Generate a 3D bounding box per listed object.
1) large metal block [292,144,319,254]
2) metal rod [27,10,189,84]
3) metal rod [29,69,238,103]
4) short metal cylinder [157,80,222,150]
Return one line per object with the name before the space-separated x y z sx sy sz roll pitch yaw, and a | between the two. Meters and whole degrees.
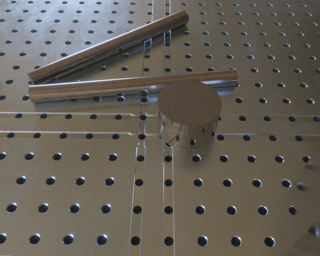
large metal block | 0.174 0.075 0.312 0.050 0.080 0.080 14 51 11
metal rod | -0.074 -0.141 0.524 0.302 0.025 0.025 -30 57 -23
metal rod | -0.035 -0.063 0.460 0.302 0.025 0.025 -5 50 -5
short metal cylinder | 0.037 -0.018 0.407 0.081 0.050 0.080 0 50 0
